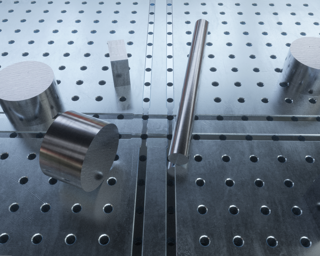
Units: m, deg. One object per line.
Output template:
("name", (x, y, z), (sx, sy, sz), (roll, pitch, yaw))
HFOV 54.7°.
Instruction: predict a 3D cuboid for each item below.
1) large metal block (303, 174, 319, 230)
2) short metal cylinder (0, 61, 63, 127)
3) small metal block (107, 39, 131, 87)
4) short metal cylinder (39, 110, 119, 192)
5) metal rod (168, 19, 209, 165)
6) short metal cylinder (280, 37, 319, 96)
("large metal block", (0.209, 0.068, 0.316), (0.081, 0.080, 0.050), (-6, 50, -5))
("short metal cylinder", (-0.182, -0.049, 0.431), (0.080, 0.050, 0.080), (0, 50, 0))
("small metal block", (-0.063, -0.099, 0.474), (0.025, 0.050, 0.050), (-9, 51, -7))
("short metal cylinder", (-0.088, 0.025, 0.350), (0.050, 0.080, 0.080), (18, 52, 14))
("metal rod", (0.049, -0.075, 0.470), (0.025, 0.025, 0.300), (8, 50, 7))
("short metal cylinder", (0.232, -0.095, 0.472), (0.080, 0.050, 0.080), (0, 50, 0))
